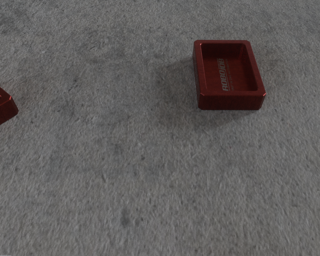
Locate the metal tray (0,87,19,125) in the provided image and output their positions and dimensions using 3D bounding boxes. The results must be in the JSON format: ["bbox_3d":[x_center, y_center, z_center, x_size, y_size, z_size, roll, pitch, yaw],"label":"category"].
[{"bbox_3d":[-0.272,-0.016,0.409,0.090,0.030,0.131,34,57,25],"label":"metal tray"}]

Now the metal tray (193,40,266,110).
[{"bbox_3d":[0.100,-0.084,0.471,0.091,0.030,0.130,0,50,0],"label":"metal tray"}]
